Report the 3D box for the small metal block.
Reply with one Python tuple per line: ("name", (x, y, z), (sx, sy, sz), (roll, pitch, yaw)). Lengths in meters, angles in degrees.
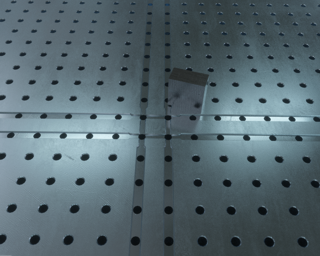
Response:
("small metal block", (0.039, -0.053, 0.437), (0.050, 0.050, 0.025), (14, 52, 11))
